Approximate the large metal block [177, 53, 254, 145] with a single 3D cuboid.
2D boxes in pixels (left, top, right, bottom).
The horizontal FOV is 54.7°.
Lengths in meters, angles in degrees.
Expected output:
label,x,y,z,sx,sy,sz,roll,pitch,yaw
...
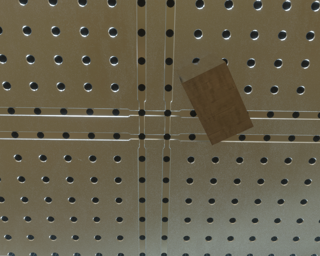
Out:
label,x,y,z,sx,sy,sz,roll,pitch,yaw
large metal block,0.063,-0.038,0.371,0.050,0.080,0.080,-26,108,9
